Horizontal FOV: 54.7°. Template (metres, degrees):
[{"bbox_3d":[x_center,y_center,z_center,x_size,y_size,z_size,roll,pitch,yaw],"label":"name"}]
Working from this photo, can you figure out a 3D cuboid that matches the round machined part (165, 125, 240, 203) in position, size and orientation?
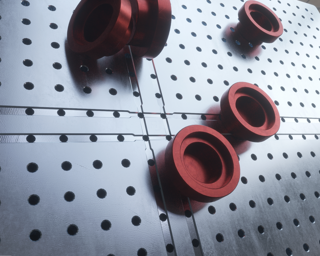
[{"bbox_3d":[0.050,0.048,0.397,0.099,0.042,0.098,14,56,-21],"label":"round machined part"}]

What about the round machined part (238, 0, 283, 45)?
[{"bbox_3d":[0.201,-0.212,0.638,0.099,0.042,0.098,14,56,-21],"label":"round machined part"}]

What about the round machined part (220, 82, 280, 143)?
[{"bbox_3d":[0.135,-0.021,0.485,0.099,0.042,0.098,14,56,-21],"label":"round machined part"}]

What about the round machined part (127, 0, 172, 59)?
[{"bbox_3d":[-0.026,-0.150,0.440,0.042,0.097,0.098,0,62,-29],"label":"round machined part"}]

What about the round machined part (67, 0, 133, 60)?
[{"bbox_3d":[-0.075,-0.135,0.413,0.042,0.098,0.098,25,46,-51],"label":"round machined part"}]
